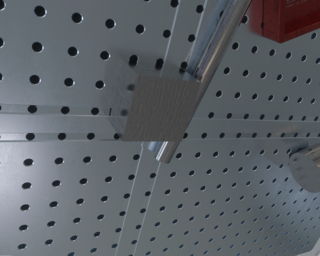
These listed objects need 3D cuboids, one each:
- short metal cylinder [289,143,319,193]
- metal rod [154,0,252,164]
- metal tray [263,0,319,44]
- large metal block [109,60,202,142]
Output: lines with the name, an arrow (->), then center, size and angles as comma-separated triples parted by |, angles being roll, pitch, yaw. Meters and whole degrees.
short metal cylinder -> 0.292, 0.075, 0.581 | 0.050, 0.080, 0.080 | -21, 127, -16
metal rod -> 0.064, -0.085, 0.393 | 0.025, 0.025, 0.298 | 13, 112, -34
metal tray -> 0.198, -0.176, 0.407 | 0.131, 0.030, 0.089 | -23, 127, -14
large metal block -> -0.008, -0.031, 0.372 | 0.081, 0.050, 0.079 | 2, 118, -29
